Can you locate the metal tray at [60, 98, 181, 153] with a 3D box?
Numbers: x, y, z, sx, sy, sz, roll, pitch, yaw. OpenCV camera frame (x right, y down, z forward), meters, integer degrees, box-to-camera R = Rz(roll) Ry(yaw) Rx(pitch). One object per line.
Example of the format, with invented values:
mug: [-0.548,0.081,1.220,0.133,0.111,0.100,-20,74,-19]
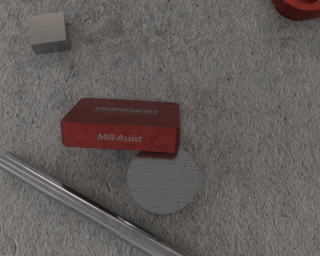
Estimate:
metal tray: [-0.042,-0.007,0.377,0.131,0.090,0.030,3,113,1]

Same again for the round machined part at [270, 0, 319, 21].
round machined part: [0.216,-0.206,0.476,0.099,0.042,0.098,0,70,0]

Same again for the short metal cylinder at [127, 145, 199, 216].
short metal cylinder: [0.003,0.064,0.372,0.081,0.050,0.080,0,70,0]

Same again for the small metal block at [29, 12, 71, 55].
small metal block: [-0.163,-0.140,0.458,0.050,0.025,0.050,-10,70,-4]

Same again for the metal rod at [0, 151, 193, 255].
metal rod: [-0.063,0.108,0.368,0.301,0.025,0.025,27,72,9]
